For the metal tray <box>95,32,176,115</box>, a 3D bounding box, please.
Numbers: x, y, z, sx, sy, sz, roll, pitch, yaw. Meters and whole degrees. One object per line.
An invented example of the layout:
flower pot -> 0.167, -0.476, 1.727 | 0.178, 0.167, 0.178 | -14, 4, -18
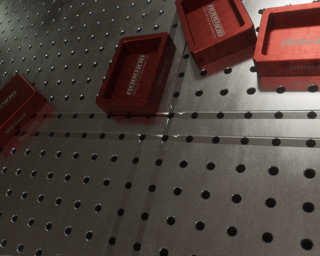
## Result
metal tray -> -0.035, -0.083, 0.472 | 0.090, 0.030, 0.130 | 2, 62, 28

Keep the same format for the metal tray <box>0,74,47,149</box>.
metal tray -> -0.279, -0.030, 0.567 | 0.130, 0.030, 0.090 | -48, 52, -6

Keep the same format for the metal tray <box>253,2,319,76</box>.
metal tray -> 0.187, -0.109, 0.373 | 0.130, 0.030, 0.090 | 4, 63, 29

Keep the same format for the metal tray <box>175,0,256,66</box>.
metal tray -> 0.079, -0.162, 0.461 | 0.090, 0.030, 0.130 | -21, 54, 15
